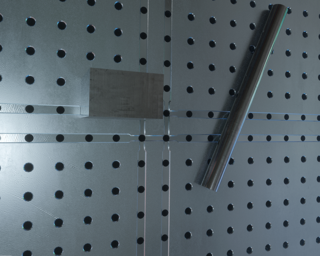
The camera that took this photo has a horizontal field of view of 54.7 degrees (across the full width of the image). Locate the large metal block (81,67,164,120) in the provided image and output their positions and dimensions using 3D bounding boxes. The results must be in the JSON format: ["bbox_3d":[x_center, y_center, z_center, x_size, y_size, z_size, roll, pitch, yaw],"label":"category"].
[{"bbox_3d":[-0.048,-0.036,0.366,0.081,0.080,0.050,2,90,-20],"label":"large metal block"}]

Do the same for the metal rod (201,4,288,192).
[{"bbox_3d":[0.128,-0.050,0.461,0.025,0.025,0.299,26,81,-19],"label":"metal rod"}]
